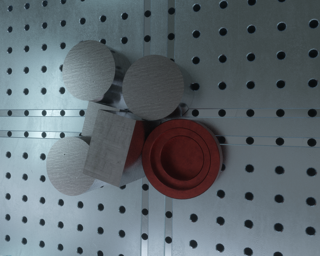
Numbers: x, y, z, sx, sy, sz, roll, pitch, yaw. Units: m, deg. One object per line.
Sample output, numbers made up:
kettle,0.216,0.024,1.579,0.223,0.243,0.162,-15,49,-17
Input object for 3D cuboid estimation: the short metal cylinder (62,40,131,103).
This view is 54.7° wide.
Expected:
short metal cylinder,-0.086,-0.076,0.429,0.080,0.050,0.080,0,90,20

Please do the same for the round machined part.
round machined part,0.030,0.037,0.393,0.098,0.042,0.097,0,90,20

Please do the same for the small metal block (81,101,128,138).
small metal block,-0.079,-0.008,0.440,0.050,0.025,0.050,16,95,19

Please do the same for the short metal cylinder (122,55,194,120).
short metal cylinder,-0.001,-0.049,0.399,0.080,0.050,0.080,0,90,20

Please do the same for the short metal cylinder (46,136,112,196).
short metal cylinder,-0.111,0.051,0.438,0.080,0.050,0.080,0,90,20

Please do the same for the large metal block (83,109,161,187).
large metal block,-0.046,0.023,0.396,0.050,0.080,0.080,17,96,19
